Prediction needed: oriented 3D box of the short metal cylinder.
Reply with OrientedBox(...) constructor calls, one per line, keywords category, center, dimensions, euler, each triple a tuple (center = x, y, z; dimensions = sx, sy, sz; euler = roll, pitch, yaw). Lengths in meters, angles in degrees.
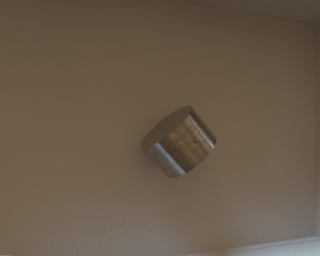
OrientedBox(category="short metal cylinder", center=(0.023, 0.016, 0.390), dimensions=(0.080, 0.080, 0.050), euler=(-43, 104, -15))
